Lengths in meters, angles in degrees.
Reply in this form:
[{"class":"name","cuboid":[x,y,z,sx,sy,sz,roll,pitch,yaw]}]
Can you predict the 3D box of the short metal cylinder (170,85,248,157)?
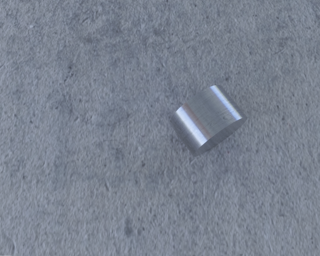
[{"class":"short metal cylinder","cuboid":[0.059,-0.008,0.383,0.080,0.080,0.050,-32,74,-11]}]
